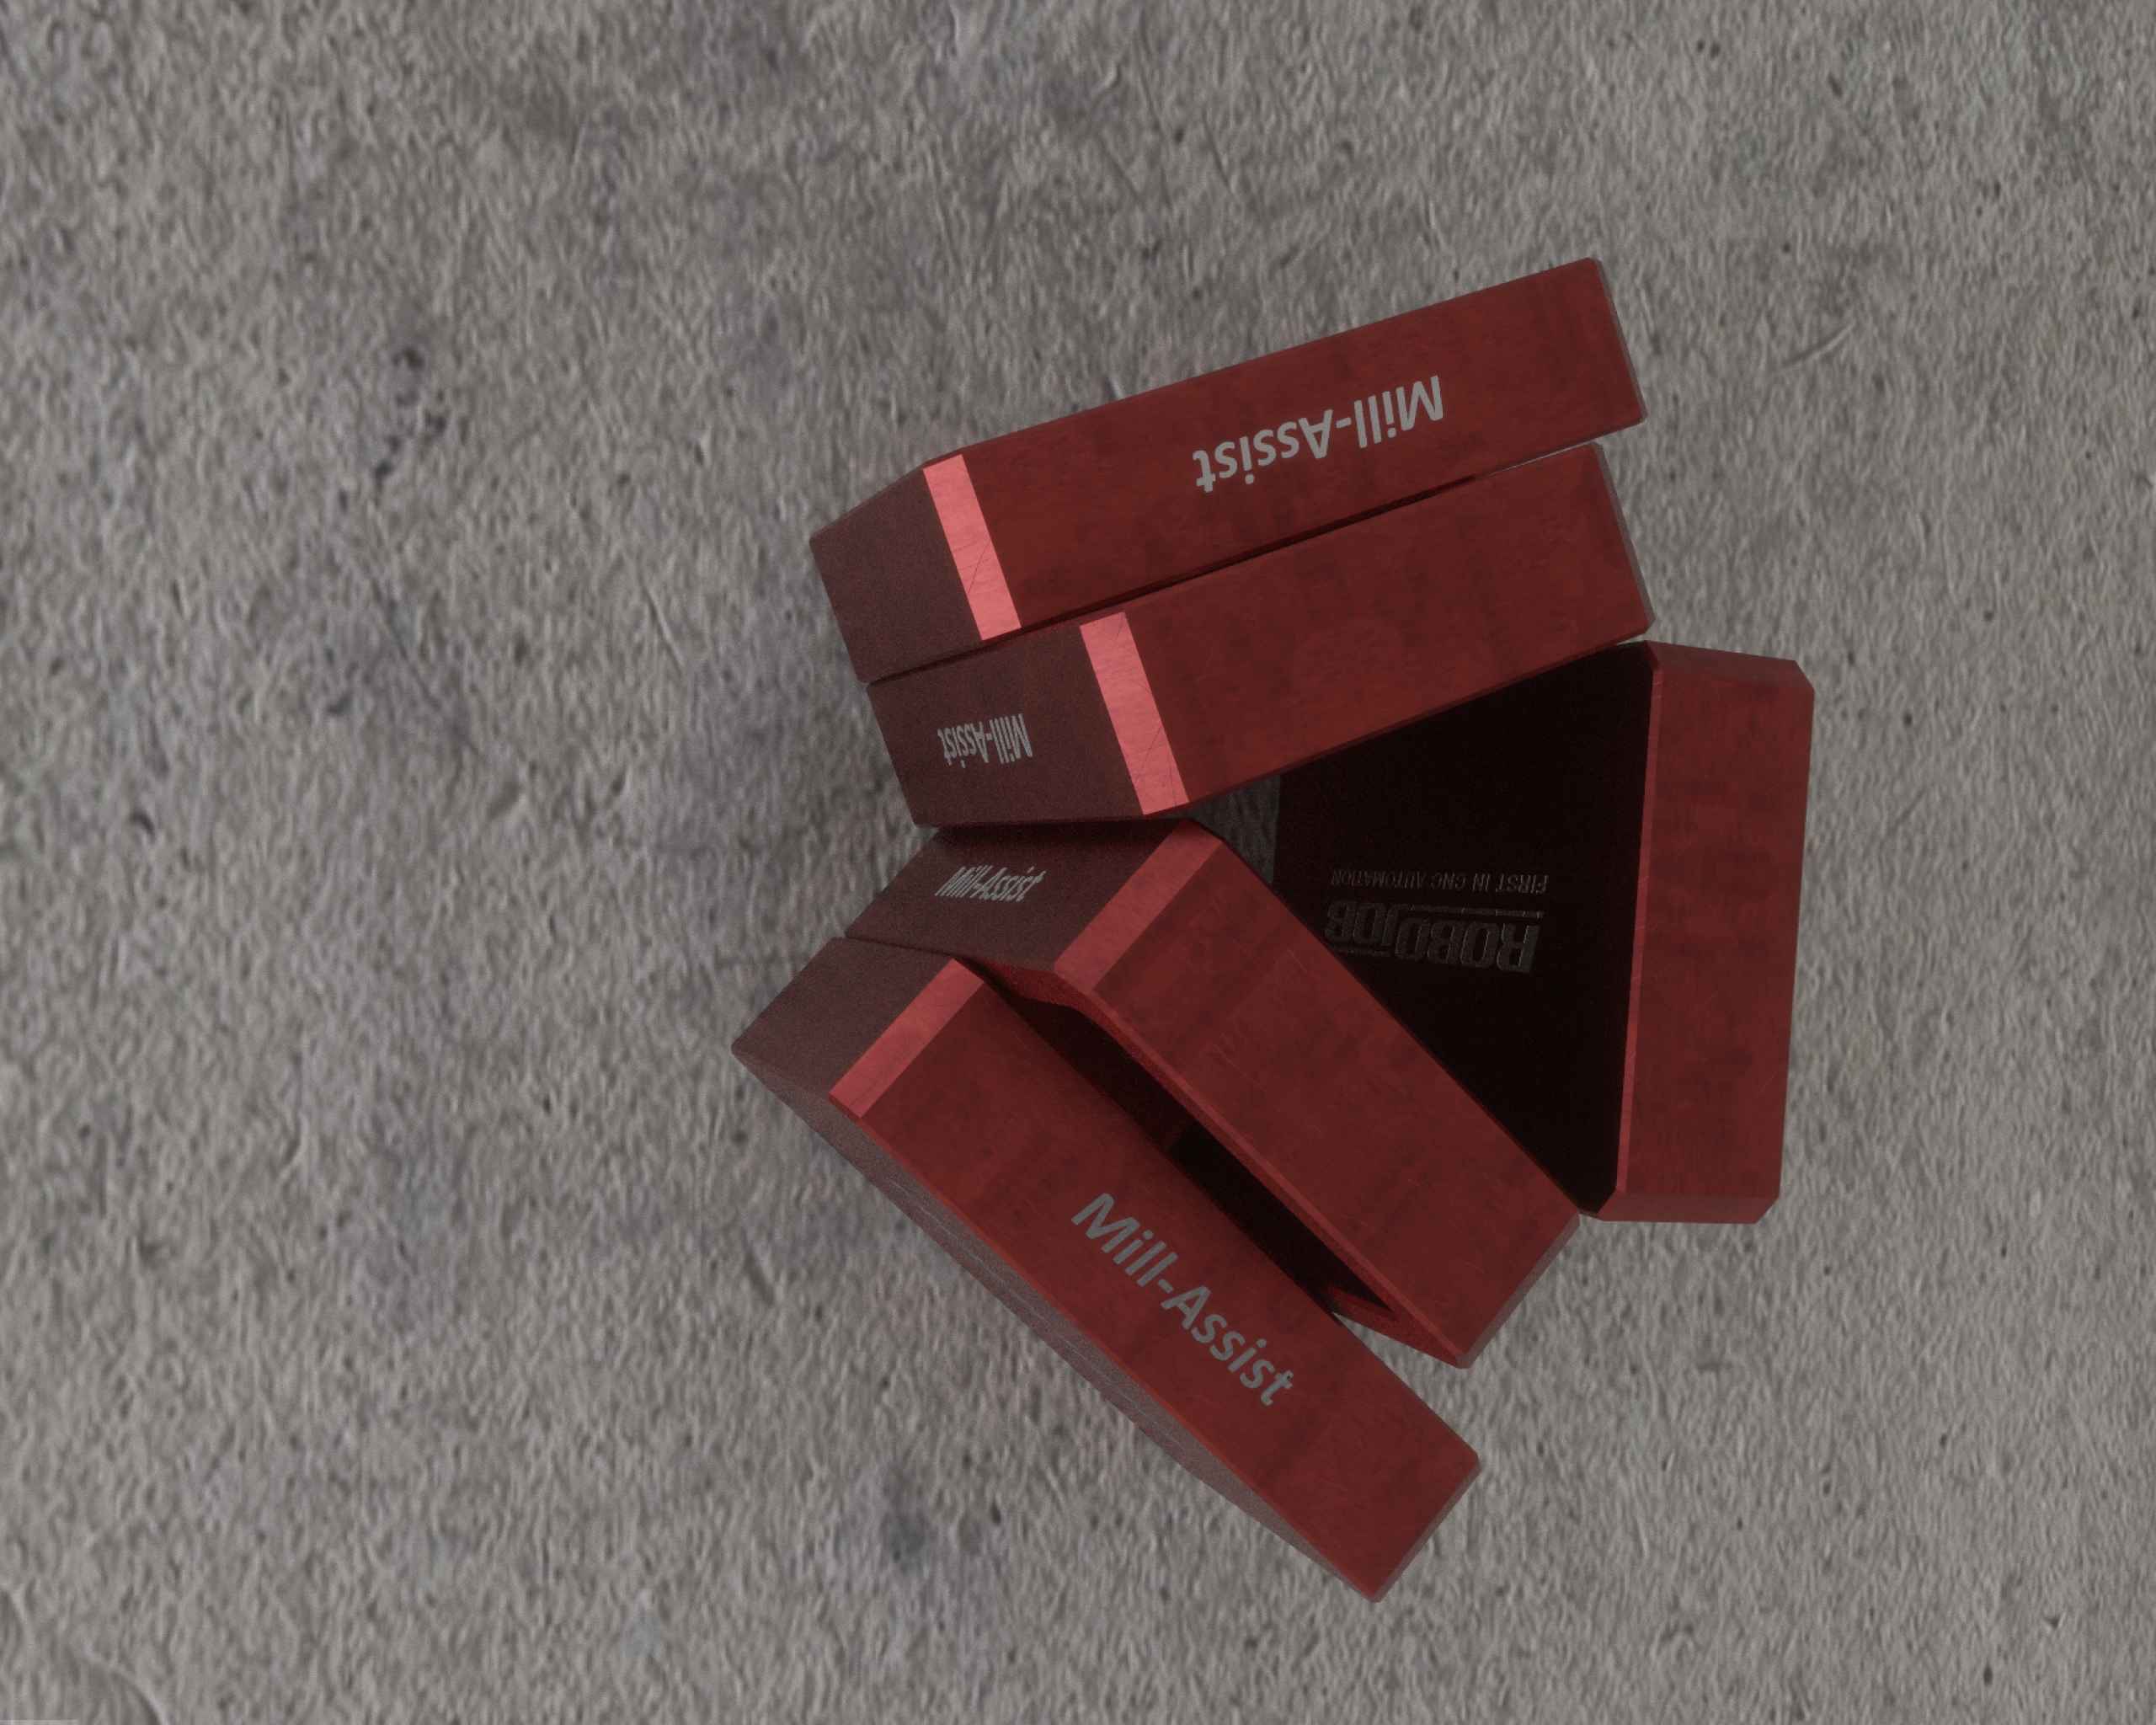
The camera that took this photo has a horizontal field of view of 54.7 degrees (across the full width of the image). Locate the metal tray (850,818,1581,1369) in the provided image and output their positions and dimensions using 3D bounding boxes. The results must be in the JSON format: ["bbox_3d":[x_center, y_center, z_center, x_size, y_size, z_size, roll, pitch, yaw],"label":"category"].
[{"bbox_3d":[0.016,0.034,0.359,0.090,0.130,0.030,45,76,-15],"label":"metal tray"}]

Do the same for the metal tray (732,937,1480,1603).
[{"bbox_3d":[0.002,0.069,0.375,0.130,0.090,0.030,45,76,-15],"label":"metal tray"}]

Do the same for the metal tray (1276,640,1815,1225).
[{"bbox_3d":[0.077,0.011,0.381,0.030,0.130,0.089,5,89,-20],"label":"metal tray"}]

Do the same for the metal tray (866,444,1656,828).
[{"bbox_3d":[0.024,-0.035,0.362,0.091,0.130,0.030,-21,97,-19],"label":"metal tray"}]

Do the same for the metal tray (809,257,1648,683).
[{"bbox_3d":[0.025,-0.070,0.383,0.131,0.090,0.030,-21,97,-19],"label":"metal tray"}]
